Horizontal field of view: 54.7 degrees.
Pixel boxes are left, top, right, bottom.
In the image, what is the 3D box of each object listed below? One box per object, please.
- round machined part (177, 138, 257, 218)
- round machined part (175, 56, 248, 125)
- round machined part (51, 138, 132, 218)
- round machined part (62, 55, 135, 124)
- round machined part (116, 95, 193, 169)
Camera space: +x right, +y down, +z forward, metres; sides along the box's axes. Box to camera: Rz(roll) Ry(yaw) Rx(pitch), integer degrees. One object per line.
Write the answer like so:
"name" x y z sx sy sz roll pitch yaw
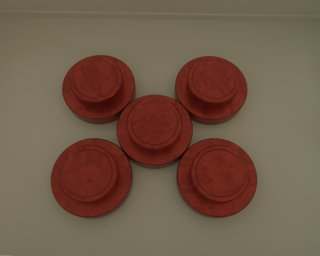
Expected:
"round machined part" 0.070 0.058 0.379 0.099 0.042 0.098 0 70 -1
"round machined part" 0.070 -0.057 0.421 0.099 0.042 0.098 0 70 -1
"round machined part" -0.084 0.059 0.377 0.099 0.042 0.098 0 70 -1
"round machined part" -0.083 -0.058 0.419 0.099 0.042 0.098 0 70 -1
"round machined part" -0.007 0.000 0.398 0.099 0.042 0.098 0 70 -1
